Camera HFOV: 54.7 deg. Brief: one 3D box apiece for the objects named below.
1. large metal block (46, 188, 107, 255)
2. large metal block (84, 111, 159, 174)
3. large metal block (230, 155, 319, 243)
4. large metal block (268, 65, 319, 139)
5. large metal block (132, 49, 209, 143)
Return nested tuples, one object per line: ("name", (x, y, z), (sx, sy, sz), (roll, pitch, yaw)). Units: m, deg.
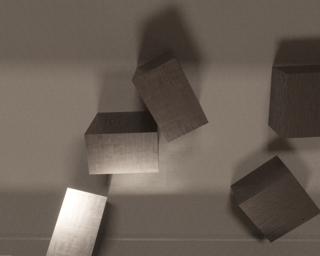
("large metal block", (-0.106, 0.129, 0.411), (0.050, 0.080, 0.080), (15, 71, -6))
("large metal block", (-0.043, 0.015, 0.387), (0.081, 0.080, 0.050), (-2, 110, 0))
("large metal block", (0.161, 0.100, 0.437), (0.080, 0.050, 0.080), (-37, 106, 12))
("large metal block", (0.187, -0.035, 0.388), (0.081, 0.050, 0.079), (-3, 110, 0))
("large metal block", (0.012, -0.041, 0.367), (0.050, 0.080, 0.080), (-27, 108, 9))
